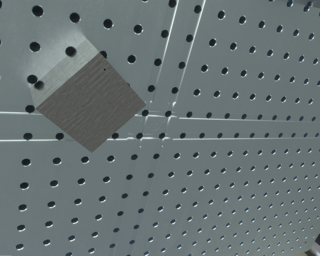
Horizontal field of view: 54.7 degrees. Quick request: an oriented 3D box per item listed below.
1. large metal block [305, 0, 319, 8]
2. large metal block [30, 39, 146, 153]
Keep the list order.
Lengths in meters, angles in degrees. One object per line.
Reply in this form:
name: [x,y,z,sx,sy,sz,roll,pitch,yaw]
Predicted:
large metal block: [0.216,-0.190,0.379,0.080,0.080,0.050,33,100,-39]
large metal block: [-0.076,-0.034,0.334,0.080,0.050,0.080,-42,130,0]
